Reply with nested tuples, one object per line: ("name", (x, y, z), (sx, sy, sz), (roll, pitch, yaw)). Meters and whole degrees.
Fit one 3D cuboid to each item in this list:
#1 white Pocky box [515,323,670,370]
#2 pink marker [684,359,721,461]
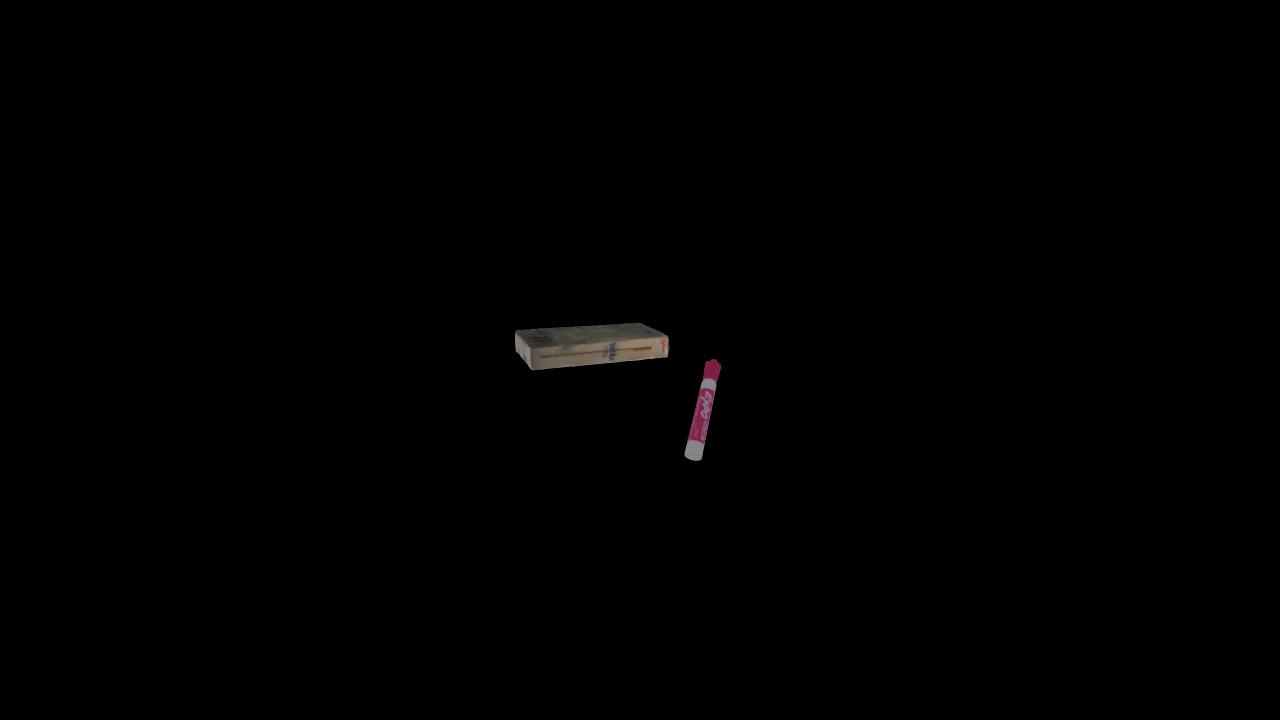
("white Pocky box", (-0.054, -0.018, 0.679), (0.154, 0.028, 0.084), (-5, 15, -21))
("pink marker", (0.070, 0.051, 0.667), (0.020, 0.121, 0.020), (12, -31, 7))
